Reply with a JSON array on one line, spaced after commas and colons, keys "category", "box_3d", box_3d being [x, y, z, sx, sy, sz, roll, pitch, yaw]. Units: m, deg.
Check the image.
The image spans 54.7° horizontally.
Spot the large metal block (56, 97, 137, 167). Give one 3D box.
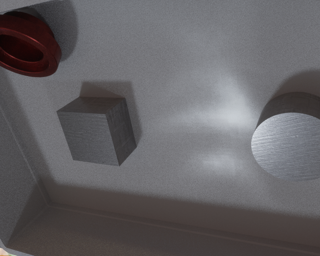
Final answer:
[{"category": "large metal block", "box_3d": [-0.087, 0.003, 0.438, 0.080, 0.050, 0.079, 4, 120, 26]}]

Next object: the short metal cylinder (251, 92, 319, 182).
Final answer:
[{"category": "short metal cylinder", "box_3d": [0.141, 0.009, 0.323, 0.080, 0.050, 0.079, 13, 124, 20]}]

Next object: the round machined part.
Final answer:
[{"category": "round machined part", "box_3d": [-0.176, -0.111, 0.400, 0.099, 0.042, 0.098, 7, 155, 4]}]
